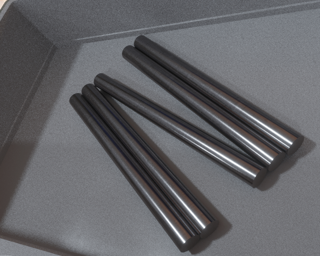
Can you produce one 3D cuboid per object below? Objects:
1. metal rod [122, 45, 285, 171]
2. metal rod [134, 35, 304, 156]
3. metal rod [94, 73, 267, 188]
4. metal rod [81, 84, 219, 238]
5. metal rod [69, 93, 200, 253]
[{"bbox_3d":[0.035,-0.044,0.413,0.025,0.025,0.300,-45,51,-3],"label":"metal rod"},{"bbox_3d":[0.054,-0.061,0.413,0.025,0.025,0.300,-45,51,-3],"label":"metal rod"},{"bbox_3d":[0.003,-0.013,0.411,0.300,0.025,0.025,33,80,38],"label":"metal rod"},{"bbox_3d":[-0.032,0.021,0.409,0.025,0.025,0.300,-44,51,-2],"label":"metal rod"},{"bbox_3d":[-0.052,0.036,0.410,0.025,0.025,0.300,-44,51,-2],"label":"metal rod"}]
